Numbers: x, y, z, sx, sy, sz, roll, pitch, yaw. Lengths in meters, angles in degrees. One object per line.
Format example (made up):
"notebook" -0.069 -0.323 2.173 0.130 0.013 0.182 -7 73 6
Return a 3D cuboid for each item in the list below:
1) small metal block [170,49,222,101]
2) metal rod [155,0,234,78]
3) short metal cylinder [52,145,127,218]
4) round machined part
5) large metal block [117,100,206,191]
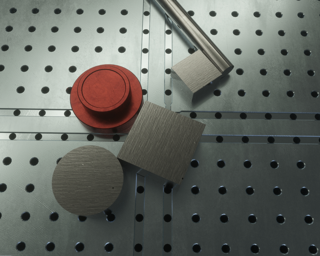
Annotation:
"small metal block" 0.051 -0.075 0.440 0.050 0.025 0.050 -34 74 -12
"metal rod" 0.011 -0.197 0.483 0.025 0.025 0.299 -33 74 -11
"short metal cylinder" -0.082 0.066 0.373 0.081 0.050 0.080 0 70 0
"round machined part" -0.073 -0.045 0.418 0.099 0.042 0.098 0 70 -1
"large metal block" 0.003 0.023 0.390 0.080 0.050 0.080 23 71 7
